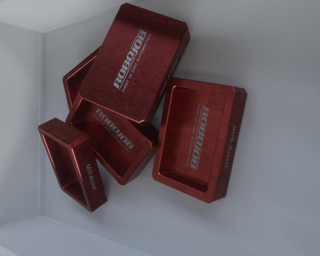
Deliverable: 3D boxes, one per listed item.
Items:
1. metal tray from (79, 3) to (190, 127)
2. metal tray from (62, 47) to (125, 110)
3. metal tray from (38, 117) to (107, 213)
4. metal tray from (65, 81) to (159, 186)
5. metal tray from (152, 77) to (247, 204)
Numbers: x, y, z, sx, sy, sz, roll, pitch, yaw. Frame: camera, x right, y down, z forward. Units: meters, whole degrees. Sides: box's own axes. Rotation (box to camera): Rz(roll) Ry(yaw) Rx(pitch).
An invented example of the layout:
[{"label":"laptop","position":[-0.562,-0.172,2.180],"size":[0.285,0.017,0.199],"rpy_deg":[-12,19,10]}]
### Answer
[{"label":"metal tray","position":[-0.030,-0.078,0.379],"size":[0.090,0.030,0.130],"rpy_deg":[24,86,14]},{"label":"metal tray","position":[-0.095,-0.064,0.477],"size":[0.130,0.030,0.090],"rpy_deg":[-26,74,36]},{"label":"metal tray","position":[-0.131,0.056,0.468],"size":[0.090,0.030,0.129],"rpy_deg":[22,133,37]},{"label":"metal tray","position":[-0.066,0.003,0.426],"size":[0.130,0.030,0.089],"rpy_deg":[45,124,14]},{"label":"metal tray","position":[0.043,0.011,0.364],"size":[0.090,0.030,0.129],"rpy_deg":[16,100,38]}]
